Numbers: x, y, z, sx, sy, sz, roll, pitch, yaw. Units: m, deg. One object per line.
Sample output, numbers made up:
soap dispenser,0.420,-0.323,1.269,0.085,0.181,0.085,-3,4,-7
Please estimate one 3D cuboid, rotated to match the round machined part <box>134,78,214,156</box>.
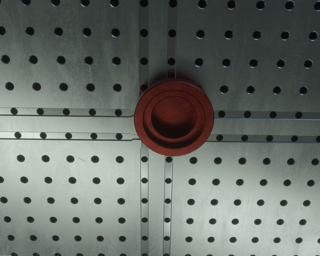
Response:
round machined part,0.017,-0.016,0.398,0.099,0.042,0.097,0,110,0
